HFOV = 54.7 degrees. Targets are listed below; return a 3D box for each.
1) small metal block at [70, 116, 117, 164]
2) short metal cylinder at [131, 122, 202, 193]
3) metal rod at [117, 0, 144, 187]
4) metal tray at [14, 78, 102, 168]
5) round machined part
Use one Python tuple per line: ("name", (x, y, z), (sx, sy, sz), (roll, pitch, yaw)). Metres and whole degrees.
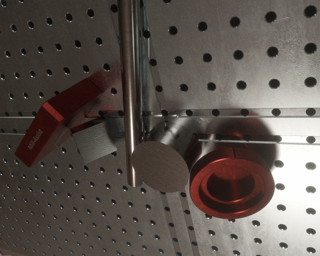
("small metal block", (-0.097, 0.017, 0.452), (0.025, 0.050, 0.050), (35, 145, 60))
("short metal cylinder", (0.009, 0.039, 0.413), (0.080, 0.050, 0.079), (13, 124, 20))
("metal rod", (-0.036, -0.043, 0.401), (0.025, 0.025, 0.298), (14, 124, 20))
("metal tray", (-0.144, -0.006, 0.439), (0.030, 0.090, 0.129), (45, 129, -3))
("round machined part", (0.085, 0.062, 0.380), (0.099, 0.042, 0.097), (2, 122, 3))
